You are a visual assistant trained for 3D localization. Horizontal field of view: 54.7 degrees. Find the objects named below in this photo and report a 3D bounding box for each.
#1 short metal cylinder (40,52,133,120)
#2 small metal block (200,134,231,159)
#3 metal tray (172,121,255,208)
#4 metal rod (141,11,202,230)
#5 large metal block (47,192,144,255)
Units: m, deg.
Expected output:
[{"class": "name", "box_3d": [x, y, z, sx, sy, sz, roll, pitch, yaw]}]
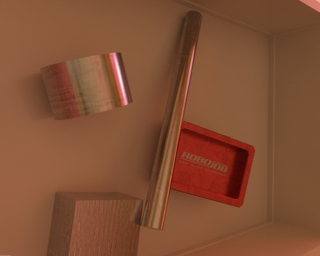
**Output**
[{"class": "short metal cylinder", "box_3d": [-0.072, -0.042, 0.311, 0.081, 0.080, 0.050, -21, 104, -38]}, {"class": "small metal block", "box_3d": [0.081, 0.034, 0.477, 0.050, 0.025, 0.050, 14, 81, -40]}, {"class": "metal tray", "box_3d": [0.064, 0.051, 0.431, 0.131, 0.030, 0.090, 19, 80, -20]}, {"class": "metal rod", "box_3d": [0.020, -0.026, 0.395, 0.025, 0.025, 0.299, 30, 62, -37]}, {"class": "large metal block", "box_3d": [-0.069, 0.113, 0.334, 0.081, 0.050, 0.080, 11, 83, -40]}]
